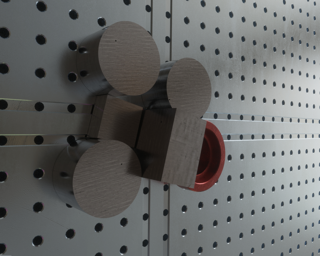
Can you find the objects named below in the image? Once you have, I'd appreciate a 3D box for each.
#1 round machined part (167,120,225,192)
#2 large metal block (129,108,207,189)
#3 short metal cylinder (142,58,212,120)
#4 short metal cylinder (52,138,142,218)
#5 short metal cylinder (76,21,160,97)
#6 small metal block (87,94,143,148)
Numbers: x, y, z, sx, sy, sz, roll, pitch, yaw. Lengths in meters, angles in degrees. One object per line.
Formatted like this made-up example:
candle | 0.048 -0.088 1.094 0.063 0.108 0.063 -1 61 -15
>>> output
round machined part | 0.044 0.037 0.435 0.099 0.042 0.097 0 90 -40
large metal block | 0.002 0.023 0.371 0.050 0.080 0.080 20 77 -38
short metal cylinder | 0.023 -0.049 0.411 0.081 0.050 0.080 0 90 -40
short metal cylinder | -0.067 0.052 0.336 0.081 0.050 0.080 0 90 -40
short metal cylinder | -0.047 -0.075 0.353 0.081 0.050 0.080 0 90 -40
small metal block | -0.052 -0.007 0.365 0.050 0.025 0.050 19 78 -38
